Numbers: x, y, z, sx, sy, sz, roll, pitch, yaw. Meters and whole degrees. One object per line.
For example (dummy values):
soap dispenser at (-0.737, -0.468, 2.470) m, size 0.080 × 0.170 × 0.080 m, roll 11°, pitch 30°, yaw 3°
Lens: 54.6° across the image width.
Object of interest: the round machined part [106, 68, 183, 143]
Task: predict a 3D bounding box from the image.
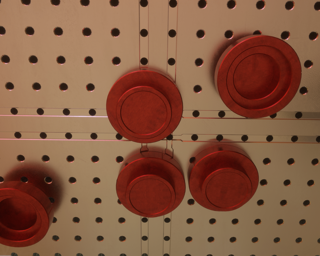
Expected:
round machined part at (-0.019, -0.025, 0.395) m, size 0.099 × 0.042 × 0.097 m, roll 0°, pitch 110°, yaw 0°

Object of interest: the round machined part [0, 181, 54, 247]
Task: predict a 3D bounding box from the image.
round machined part at (-0.202, 0.118, 0.446) m, size 0.099 × 0.042 × 0.097 m, roll 0°, pitch 110°, yaw 0°

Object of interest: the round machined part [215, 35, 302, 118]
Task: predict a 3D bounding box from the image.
round machined part at (0.116, -0.065, 0.381) m, size 0.099 × 0.042 × 0.097 m, roll 0°, pitch 110°, yaw 0°

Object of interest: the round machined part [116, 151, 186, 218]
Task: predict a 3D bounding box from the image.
round machined part at (-0.013, 0.086, 0.436) m, size 0.099 × 0.042 × 0.097 m, roll 0°, pitch 110°, yaw 0°

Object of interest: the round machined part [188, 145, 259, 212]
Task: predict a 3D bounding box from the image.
round machined part at (0.089, 0.076, 0.433) m, size 0.099 × 0.042 × 0.097 m, roll 0°, pitch 110°, yaw 0°
